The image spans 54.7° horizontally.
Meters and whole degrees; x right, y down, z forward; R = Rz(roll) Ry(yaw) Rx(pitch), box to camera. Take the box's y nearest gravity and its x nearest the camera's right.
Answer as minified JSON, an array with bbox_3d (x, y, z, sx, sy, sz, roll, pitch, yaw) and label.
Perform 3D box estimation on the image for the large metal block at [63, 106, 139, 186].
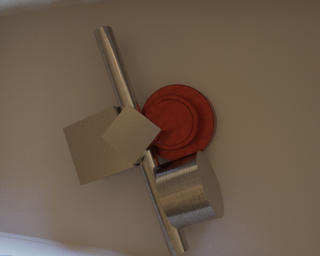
[{"bbox_3d":[-0.072,0.024,0.417,0.080,0.050,0.080,-21,83,18],"label":"large metal block"}]

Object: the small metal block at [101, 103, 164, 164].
[{"bbox_3d":[-0.032,0.007,0.368,0.050,0.025,0.050,38,91,8],"label":"small metal block"}]

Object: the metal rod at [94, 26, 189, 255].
[{"bbox_3d":[-0.026,0.011,0.395,0.025,0.025,0.299,-22,83,18],"label":"metal rod"}]

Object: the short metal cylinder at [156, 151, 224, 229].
[{"bbox_3d":[0.037,0.073,0.366,0.050,0.080,0.080,-22,83,18],"label":"short metal cylinder"}]

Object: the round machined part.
[{"bbox_3d":[0.019,-0.007,0.392,0.098,0.042,0.097,0,90,19],"label":"round machined part"}]
